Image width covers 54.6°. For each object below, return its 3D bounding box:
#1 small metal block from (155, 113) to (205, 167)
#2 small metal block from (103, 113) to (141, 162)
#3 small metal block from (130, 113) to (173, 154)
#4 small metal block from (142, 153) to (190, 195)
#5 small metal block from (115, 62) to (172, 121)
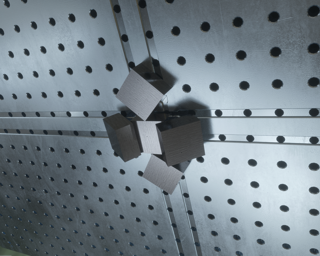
[{"bbox_3d":[0.026,0.015,0.389,0.050,0.025,0.050,-16,116,-9],"label":"small metal block"},{"bbox_3d":[-0.053,0.012,0.431,0.050,0.025,0.050,34,143,55],"label":"small metal block"},{"bbox_3d":[-0.007,0.007,0.419,0.050,0.025,0.050,1,118,27],"label":"small metal block"},{"bbox_3d":[0.008,0.060,0.444,0.050,0.025,0.050,31,129,10],"label":"small metal block"},{"bbox_3d":[-0.021,-0.046,0.395,0.050,0.025,0.050,40,129,2],"label":"small metal block"}]
